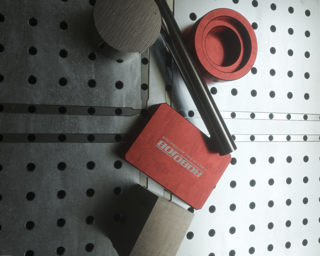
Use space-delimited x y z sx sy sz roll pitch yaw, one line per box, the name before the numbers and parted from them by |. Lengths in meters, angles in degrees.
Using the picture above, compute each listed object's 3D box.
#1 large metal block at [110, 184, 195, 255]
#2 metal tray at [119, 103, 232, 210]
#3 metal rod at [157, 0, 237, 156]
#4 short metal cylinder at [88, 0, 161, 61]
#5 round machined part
large metal block | -0.012 0.122 0.379 0.050 0.080 0.080 30 80 -18
metal tray | 0.023 0.038 0.419 0.130 0.030 0.090 38 78 -16
metal rod | 0.025 -0.102 0.404 0.025 0.025 0.299 -27 93 -18
short metal cylinder | -0.045 -0.127 0.382 0.081 0.050 0.079 0 90 -20
round machined part | 0.083 -0.112 0.434 0.099 0.042 0.097 0 90 -20
